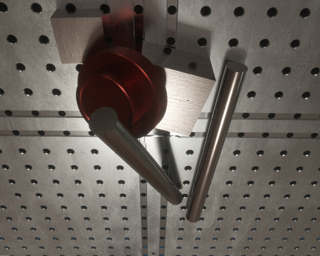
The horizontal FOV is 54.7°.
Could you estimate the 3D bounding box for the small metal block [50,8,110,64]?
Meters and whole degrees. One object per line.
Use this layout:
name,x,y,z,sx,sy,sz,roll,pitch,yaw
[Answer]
small metal block,-0.082,-0.097,0.328,0.050,0.025,0.050,-1,130,0

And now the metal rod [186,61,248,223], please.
metal rod,0.073,0.043,0.449,0.025,0.025,0.298,4,130,-4

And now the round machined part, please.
round machined part,-0.045,-0.030,0.316,0.098,0.042,0.097,14,124,22

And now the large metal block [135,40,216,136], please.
large metal block,0.008,-0.044,0.358,0.081,0.050,0.079,12,129,-11

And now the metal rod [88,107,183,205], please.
metal rod,-0.010,0.055,0.381,0.025,0.025,0.300,-12,154,10
